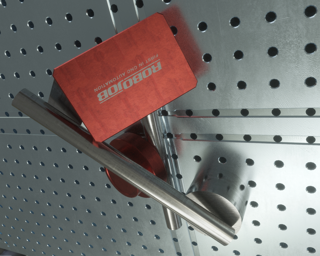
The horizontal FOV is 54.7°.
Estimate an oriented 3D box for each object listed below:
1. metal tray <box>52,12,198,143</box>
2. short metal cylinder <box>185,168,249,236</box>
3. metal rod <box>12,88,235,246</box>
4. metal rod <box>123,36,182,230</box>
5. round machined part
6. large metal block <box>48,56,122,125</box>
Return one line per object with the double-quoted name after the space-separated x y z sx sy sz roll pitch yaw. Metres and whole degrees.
-0.036 -0.055 0.341 0.131 0.030 0.090 -31 105 -6 "metal tray"
0.075 0.101 0.418 0.080 0.050 0.079 13 124 20 "short metal cylinder"
-0.038 0.050 0.369 0.301 0.025 0.025 35 129 -6 "metal rod"
-0.005 0.022 0.426 0.025 0.025 0.298 2 120 27 "metal rod"
-0.041 0.059 0.436 0.098 0.042 0.097 27 134 32 "round machined part"
-0.097 -0.039 0.402 0.050 0.080 0.079 36 129 4 "large metal block"
